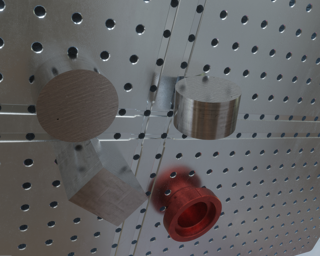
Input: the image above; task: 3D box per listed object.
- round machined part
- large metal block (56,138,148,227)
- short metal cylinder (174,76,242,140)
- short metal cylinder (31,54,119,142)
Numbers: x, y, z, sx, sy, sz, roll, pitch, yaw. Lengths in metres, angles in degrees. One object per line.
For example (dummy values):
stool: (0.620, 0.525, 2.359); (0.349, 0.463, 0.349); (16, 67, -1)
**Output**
round machined part: (0.049, 0.137, 0.512); (0.099, 0.042, 0.097); (-14, 124, -21)
large metal block: (-0.071, 0.060, 0.374); (0.050, 0.080, 0.080); (-44, 129, 2)
short metal cylinder: (0.058, -0.028, 0.390); (0.081, 0.080, 0.050); (-12, 124, -22)
short metal cylinder: (-0.090, -0.032, 0.326); (0.081, 0.050, 0.079); (-14, 124, -21)
